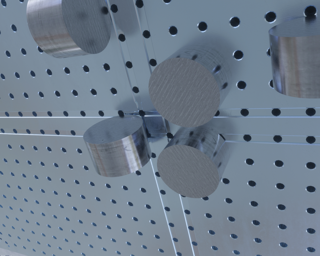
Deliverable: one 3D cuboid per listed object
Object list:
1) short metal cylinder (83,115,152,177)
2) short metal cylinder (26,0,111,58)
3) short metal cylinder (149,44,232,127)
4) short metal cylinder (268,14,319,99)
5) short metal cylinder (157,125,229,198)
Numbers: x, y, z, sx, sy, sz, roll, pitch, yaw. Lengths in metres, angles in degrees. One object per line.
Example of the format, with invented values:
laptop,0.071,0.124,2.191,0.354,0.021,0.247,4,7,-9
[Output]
short metal cylinder,-0.056,0.022,0.417,0.080,0.080,0.050,0,119,27
short metal cylinder,-0.100,-0.122,0.351,0.050,0.080,0.080,0,119,28
short metal cylinder,0.034,-0.047,0.347,0.080,0.050,0.079,13,124,20
short metal cylinder,0.137,-0.064,0.264,0.080,0.080,0.050,0,118,28
short metal cylinder,0.043,0.043,0.398,0.080,0.050,0.079,13,124,20
